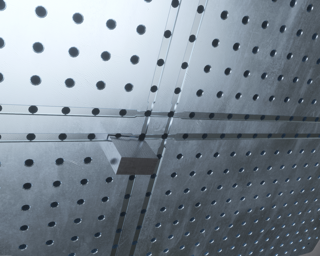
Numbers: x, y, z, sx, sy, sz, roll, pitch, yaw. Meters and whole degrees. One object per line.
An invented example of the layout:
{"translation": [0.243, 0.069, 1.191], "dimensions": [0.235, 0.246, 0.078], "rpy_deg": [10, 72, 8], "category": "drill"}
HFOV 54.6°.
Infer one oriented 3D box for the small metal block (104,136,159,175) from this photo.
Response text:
{"translation": [-0.037, 0.035, 0.395], "dimensions": [0.050, 0.050, 0.025], "rpy_deg": [6, 116, -31], "category": "small metal block"}
